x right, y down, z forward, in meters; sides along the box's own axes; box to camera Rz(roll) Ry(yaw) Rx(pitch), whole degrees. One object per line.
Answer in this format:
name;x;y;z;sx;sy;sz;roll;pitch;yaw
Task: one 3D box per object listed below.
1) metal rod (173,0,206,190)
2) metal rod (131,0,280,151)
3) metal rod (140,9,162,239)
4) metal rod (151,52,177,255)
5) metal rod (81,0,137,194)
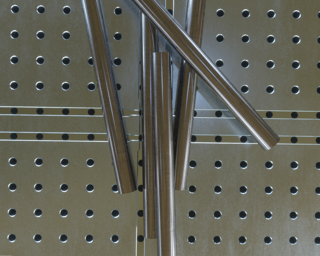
metal rod;0.038;-0.068;0.413;0.025;0.025;0.298;6;90;-1
metal rod;0.041;-0.092;0.387;0.025;0.025;0.300;-42;90;0
metal rod;-0.012;-0.006;0.413;0.025;0.025;0.298;-1;90;-1
metal rod;0.006;0.056;0.393;0.025;0.025;0.298;-2;91;-1
metal rod;-0.072;-0.062;0.412;0.025;0.025;0.298;-11;90;0
